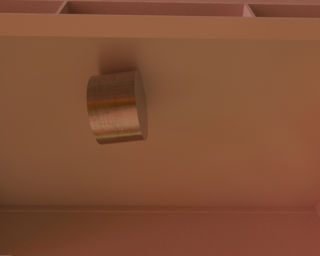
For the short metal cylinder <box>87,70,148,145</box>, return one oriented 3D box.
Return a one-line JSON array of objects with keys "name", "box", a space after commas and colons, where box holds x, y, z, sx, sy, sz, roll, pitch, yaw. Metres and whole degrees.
[{"name": "short metal cylinder", "box": [-0.045, -0.023, 0.353, 0.050, 0.080, 0.080, -6, 130, 5]}]
